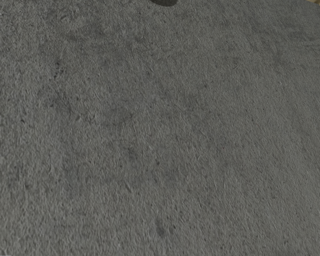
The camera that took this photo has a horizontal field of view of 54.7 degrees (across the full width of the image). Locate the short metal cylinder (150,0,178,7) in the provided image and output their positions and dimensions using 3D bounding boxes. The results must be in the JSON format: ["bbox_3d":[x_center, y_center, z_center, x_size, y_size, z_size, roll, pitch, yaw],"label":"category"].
[{"bbox_3d":[0.007,-0.266,0.553,0.081,0.050,0.080,14,56,-21],"label":"short metal cylinder"}]
